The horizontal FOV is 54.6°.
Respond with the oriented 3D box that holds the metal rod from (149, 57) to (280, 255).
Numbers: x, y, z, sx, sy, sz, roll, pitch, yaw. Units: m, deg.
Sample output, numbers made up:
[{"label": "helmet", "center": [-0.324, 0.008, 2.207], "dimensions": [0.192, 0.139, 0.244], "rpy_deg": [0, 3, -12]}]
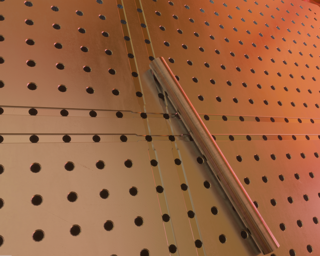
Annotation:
[{"label": "metal rod", "center": [0.067, 0.027, 0.426], "dimensions": [0.025, 0.025, 0.299], "rpy_deg": [-19, 72, -35]}]
